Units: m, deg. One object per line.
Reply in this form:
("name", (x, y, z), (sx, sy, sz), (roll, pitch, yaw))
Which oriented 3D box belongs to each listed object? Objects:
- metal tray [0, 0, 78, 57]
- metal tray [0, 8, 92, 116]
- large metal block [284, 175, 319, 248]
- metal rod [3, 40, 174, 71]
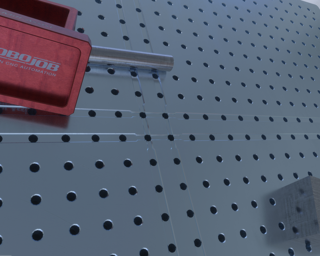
("metal tray", (-0.170, -0.130, 0.367), (0.131, 0.030, 0.090), (11, 38, -17))
("metal tray", (-0.148, -0.070, 0.327), (0.131, 0.089, 0.030), (12, 26, -22))
("large metal block", (0.231, 0.123, 0.441), (0.080, 0.050, 0.080), (20, 54, -17))
("metal rod", (-0.118, -0.099, 0.404), (0.303, 0.025, 0.025), (0, 62, -28))
